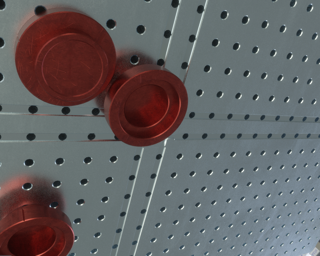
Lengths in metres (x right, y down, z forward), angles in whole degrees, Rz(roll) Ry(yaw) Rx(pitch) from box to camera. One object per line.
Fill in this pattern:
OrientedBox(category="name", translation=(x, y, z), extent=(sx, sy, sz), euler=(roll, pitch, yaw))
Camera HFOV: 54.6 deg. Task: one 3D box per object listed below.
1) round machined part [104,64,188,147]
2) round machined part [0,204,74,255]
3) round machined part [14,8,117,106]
OrientedBox(category="round machined part", translation=(-0.019, -0.030, 0.371), extent=(0.099, 0.042, 0.097), euler=(-14, 124, -21))
OrientedBox(category="round machined part", translation=(-0.163, 0.137, 0.395), extent=(0.099, 0.042, 0.097), euler=(-14, 124, -21))
OrientedBox(category="round machined part", translation=(-0.091, -0.065, 0.310), extent=(0.099, 0.042, 0.097), euler=(-14, 124, -21))
